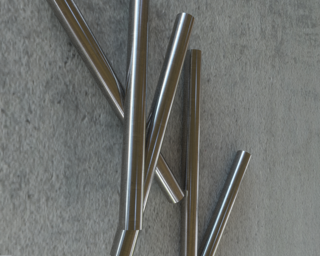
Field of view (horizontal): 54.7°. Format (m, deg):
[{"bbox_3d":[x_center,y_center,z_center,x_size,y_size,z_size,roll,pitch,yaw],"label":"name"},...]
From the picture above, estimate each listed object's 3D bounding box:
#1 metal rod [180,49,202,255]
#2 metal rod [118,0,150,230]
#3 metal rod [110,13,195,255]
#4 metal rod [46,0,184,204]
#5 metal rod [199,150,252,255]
[{"bbox_3d":[0.044,0.039,0.444,0.025,0.025,0.298,2,89,-40],"label":"metal rod"},{"bbox_3d":[-0.027,-0.042,0.352,0.025,0.025,0.299,13,72,-40],"label":"metal rod"},{"bbox_3d":[-0.005,-0.001,0.368,0.025,0.025,0.299,25,74,-38],"label":"metal rod"},{"bbox_3d":[-0.045,-0.027,0.368,0.025,0.025,0.299,-43,116,-32],"label":"metal rod"},{"bbox_3d":[0.080,0.169,0.474,0.025,0.025,0.300,42,65,-33],"label":"metal rod"}]
